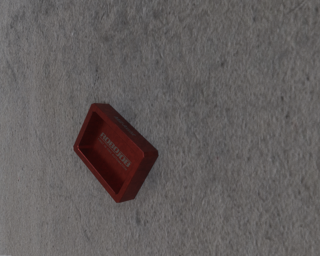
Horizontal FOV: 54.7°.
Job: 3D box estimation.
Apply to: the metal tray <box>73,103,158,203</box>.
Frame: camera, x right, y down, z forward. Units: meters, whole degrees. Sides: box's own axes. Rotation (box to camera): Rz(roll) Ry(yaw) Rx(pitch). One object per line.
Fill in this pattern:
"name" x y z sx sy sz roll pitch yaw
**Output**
"metal tray" -0.070 0.033 0.456 0.130 0.030 0.089 42 115 31
